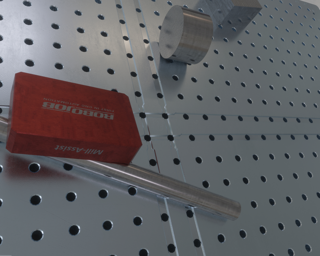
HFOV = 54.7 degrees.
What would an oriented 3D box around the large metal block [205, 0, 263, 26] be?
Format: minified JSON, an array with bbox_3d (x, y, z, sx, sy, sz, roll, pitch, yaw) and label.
[{"bbox_3d":[0.146,-0.256,0.627,0.081,0.050,0.080,-11,67,-33],"label":"large metal block"}]

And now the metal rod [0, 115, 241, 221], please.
[{"bbox_3d":[-0.039,0.051,0.355,0.302,0.025,0.025,22,54,-15],"label":"metal rod"}]

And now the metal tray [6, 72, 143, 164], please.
[{"bbox_3d":[-0.092,-0.010,0.339,0.131,0.030,0.090,9,42,-30],"label":"metal tray"}]

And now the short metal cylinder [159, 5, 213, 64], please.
[{"bbox_3d":[0.039,-0.143,0.481,0.050,0.080,0.080,6,59,-25],"label":"short metal cylinder"}]
